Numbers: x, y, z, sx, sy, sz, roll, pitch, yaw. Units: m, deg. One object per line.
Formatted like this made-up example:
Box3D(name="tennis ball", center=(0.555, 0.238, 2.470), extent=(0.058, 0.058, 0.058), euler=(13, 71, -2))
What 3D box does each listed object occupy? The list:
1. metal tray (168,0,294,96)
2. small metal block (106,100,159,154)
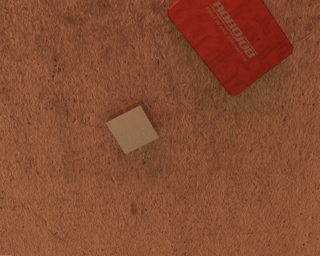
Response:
Box3D(name="metal tray", center=(0.082, -0.115, 0.366), extent=(0.090, 0.030, 0.130), euler=(-38, 106, 12))
Box3D(name="small metal block", center=(-0.035, -0.001, 0.409), extent=(0.050, 0.025, 0.050), euler=(-26, 108, 9))
